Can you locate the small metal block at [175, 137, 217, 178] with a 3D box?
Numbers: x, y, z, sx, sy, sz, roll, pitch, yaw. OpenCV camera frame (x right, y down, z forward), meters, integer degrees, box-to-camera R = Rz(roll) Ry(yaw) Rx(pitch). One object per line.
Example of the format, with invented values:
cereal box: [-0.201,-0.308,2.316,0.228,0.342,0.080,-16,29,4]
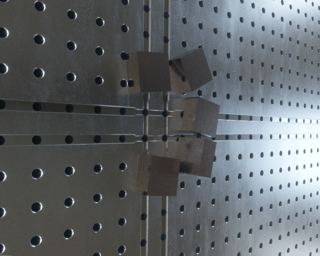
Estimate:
small metal block: [0.048,0.041,0.436,0.025,0.050,0.050,19,78,-39]

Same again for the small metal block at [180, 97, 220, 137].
small metal block: [0.061,-0.015,0.463,0.050,0.025,0.050,16,80,-39]

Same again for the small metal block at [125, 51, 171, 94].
small metal block: [-0.014,-0.071,0.399,0.050,0.025,0.050,-8,95,-40]

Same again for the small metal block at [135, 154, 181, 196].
small metal block: [-0.002,0.063,0.410,0.050,0.025,0.050,12,82,-40]

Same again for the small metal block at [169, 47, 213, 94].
small metal block: [0.045,-0.083,0.449,0.050,0.025,0.050,-33,111,-35]
